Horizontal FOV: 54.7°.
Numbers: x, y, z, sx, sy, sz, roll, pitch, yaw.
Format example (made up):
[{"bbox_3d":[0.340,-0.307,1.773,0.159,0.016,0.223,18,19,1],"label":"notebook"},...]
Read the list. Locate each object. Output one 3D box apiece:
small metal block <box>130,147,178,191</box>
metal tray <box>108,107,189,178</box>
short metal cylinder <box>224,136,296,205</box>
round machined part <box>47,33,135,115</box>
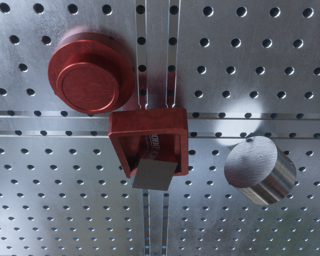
[{"bbox_3d":[-0.009,0.056,0.417,0.050,0.025,0.050,8,120,-16],"label":"small metal block"},{"bbox_3d":[-0.009,0.025,0.405,0.091,0.030,0.129,-4,147,3],"label":"metal tray"},{"bbox_3d":[0.136,0.058,0.426,0.080,0.080,0.050,-35,122,26],"label":"short metal cylinder"},{"bbox_3d":[-0.078,-0.054,0.354,0.099,0.042,0.097,0,130,0],"label":"round machined part"}]
